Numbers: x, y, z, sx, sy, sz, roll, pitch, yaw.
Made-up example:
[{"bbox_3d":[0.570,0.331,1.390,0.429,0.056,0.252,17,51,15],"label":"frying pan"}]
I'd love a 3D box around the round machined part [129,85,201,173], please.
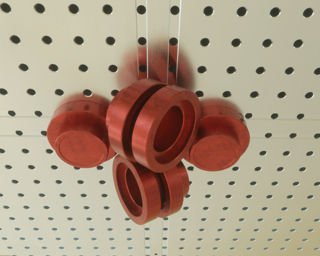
[{"bbox_3d":[0.002,-0.002,0.353,0.042,0.099,0.098,25,140,33],"label":"round machined part"}]

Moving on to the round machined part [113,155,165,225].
[{"bbox_3d":[-0.025,0.077,0.423,0.042,0.098,0.097,-16,137,-30],"label":"round machined part"}]

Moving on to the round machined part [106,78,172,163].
[{"bbox_3d":[-0.025,-0.012,0.368,0.042,0.099,0.098,25,140,33],"label":"round machined part"}]

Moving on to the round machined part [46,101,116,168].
[{"bbox_3d":[-0.101,0.016,0.412,0.099,0.042,0.097,0,130,0],"label":"round machined part"}]

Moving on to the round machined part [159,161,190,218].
[{"bbox_3d":[0.005,0.072,0.437,0.042,0.098,0.097,-15,137,-30],"label":"round machined part"}]

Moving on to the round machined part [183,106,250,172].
[{"bbox_3d":[0.072,0.021,0.419,0.099,0.042,0.097,0,130,0],"label":"round machined part"}]
